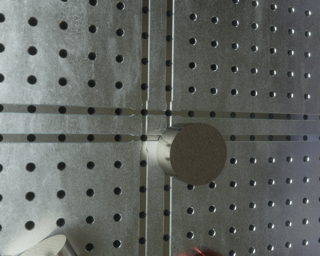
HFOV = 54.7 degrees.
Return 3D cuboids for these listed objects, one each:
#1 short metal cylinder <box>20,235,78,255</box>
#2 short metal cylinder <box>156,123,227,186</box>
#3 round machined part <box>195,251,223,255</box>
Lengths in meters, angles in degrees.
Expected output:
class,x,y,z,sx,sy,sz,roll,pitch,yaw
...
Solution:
class,x,y,z,sx,sy,sz,roll,pitch,yaw
short metal cylinder,-0.126,0.163,0.337,0.080,0.080,0.050,-30,100,-17
short metal cylinder,0.041,0.033,0.415,0.081,0.050,0.079,0,90,-20
round machined part,0.073,0.229,0.431,0.099,0.042,0.097,0,90,-20
